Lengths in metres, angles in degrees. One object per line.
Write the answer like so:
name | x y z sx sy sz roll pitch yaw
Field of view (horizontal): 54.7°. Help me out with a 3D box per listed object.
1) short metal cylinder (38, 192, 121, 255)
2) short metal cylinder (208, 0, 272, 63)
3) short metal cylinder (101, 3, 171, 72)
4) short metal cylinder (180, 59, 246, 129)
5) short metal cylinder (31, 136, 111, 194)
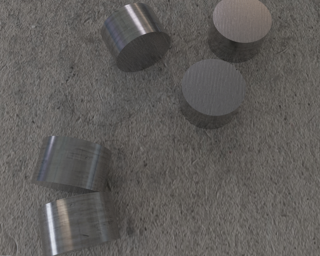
short metal cylinder | -0.088 0.106 0.339 0.081 0.080 0.050 -14 71 -5
short metal cylinder | 0.113 -0.142 0.447 0.081 0.050 0.080 0 70 0
short metal cylinder | -0.033 -0.121 0.423 0.080 0.080 0.050 -25 72 -9
short metal cylinder | 0.068 -0.044 0.411 0.081 0.050 0.080 0 70 0
short metal cylinder | -0.101 0.046 0.361 0.080 0.080 0.050 8 71 3
